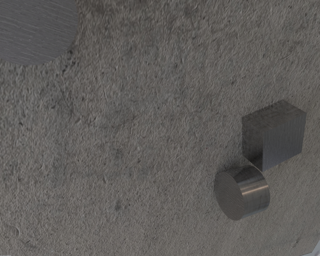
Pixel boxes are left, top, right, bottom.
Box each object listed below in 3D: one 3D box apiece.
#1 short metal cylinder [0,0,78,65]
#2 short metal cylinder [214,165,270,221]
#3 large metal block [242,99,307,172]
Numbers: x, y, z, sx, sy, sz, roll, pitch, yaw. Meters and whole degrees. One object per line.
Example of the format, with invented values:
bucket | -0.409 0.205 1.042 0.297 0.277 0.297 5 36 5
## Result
short metal cylinder | -0.117 -0.100 0.265 0.081 0.050 0.079 -14 124 -21
short metal cylinder | 0.133 0.105 0.509 0.050 0.080 0.079 -11 123 -22
large metal block | 0.181 0.012 0.497 0.081 0.050 0.080 -23 127 -15
